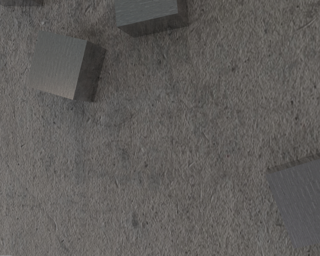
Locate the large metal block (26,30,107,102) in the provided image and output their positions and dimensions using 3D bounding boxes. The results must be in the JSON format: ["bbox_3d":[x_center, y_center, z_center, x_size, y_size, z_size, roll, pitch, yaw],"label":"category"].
[{"bbox_3d":[-0.133,-0.087,0.443,0.080,0.050,0.080,17,96,19],"label":"large metal block"}]

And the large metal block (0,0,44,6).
[{"bbox_3d":[-0.225,-0.236,0.475,0.080,0.050,0.079,8,93,19],"label":"large metal block"}]

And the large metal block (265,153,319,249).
[{"bbox_3d":[0.169,0.073,0.336,0.080,0.050,0.080,-22,83,18],"label":"large metal block"}]

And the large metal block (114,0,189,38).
[{"bbox_3d":[-0.012,-0.170,0.400,0.080,0.050,0.080,-6,88,20],"label":"large metal block"}]
